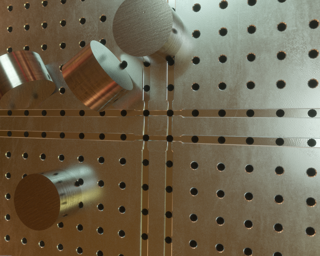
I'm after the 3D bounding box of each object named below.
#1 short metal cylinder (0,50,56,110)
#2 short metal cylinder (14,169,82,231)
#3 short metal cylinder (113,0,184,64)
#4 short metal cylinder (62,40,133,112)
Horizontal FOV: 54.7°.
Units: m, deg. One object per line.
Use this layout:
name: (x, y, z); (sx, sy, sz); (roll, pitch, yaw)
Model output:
short metal cylinder: (-0.203, -0.069, 0.455); (0.080, 0.080, 0.050); (-32, 80, 17)
short metal cylinder: (-0.165, 0.104, 0.457); (0.080, 0.050, 0.079); (0, 90, 20)
short metal cylinder: (-0.014, -0.128, 0.404); (0.080, 0.050, 0.079); (0, 90, 20)
short metal cylinder: (-0.082, -0.068, 0.412); (0.050, 0.080, 0.080); (-35, 79, 17)
